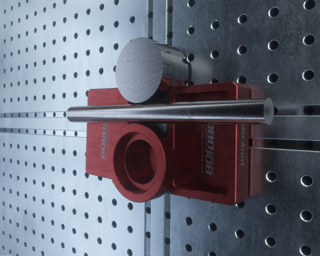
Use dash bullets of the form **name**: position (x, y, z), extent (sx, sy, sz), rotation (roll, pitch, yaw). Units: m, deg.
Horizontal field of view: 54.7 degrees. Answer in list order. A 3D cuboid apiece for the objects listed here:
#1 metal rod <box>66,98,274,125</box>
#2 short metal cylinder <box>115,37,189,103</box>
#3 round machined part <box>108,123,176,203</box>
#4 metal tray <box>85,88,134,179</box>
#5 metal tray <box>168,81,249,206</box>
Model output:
- **metal rod**: position (-0.016, -0.018, 0.378), extent (0.300, 0.025, 0.025), rotation (1, 91, 39)
- **short metal cylinder**: position (-0.011, -0.071, 0.397), extent (0.080, 0.050, 0.079), rotation (0, 90, 40)
- **round machined part**: position (-0.018, 0.043, 0.396), extent (0.098, 0.042, 0.097), rotation (0, 90, 40)
- **metal tray**: position (-0.069, 0.007, 0.456), extent (0.090, 0.030, 0.129), rotation (4, 92, 40)
- **metal tray**: position (0.053, 0.016, 0.357), extent (0.090, 0.030, 0.129), rotation (1, 91, 40)
